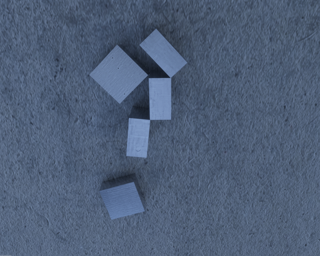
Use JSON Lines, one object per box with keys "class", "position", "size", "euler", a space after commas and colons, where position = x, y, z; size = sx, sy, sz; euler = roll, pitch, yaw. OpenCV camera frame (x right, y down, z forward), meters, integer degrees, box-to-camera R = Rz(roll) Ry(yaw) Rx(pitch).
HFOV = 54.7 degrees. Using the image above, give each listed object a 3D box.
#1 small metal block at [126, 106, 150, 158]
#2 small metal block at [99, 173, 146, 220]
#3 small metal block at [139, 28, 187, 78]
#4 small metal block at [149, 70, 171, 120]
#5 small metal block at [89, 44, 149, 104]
{"class": "small metal block", "position": [-0.027, 0.004, 0.397], "size": [0.025, 0.050, 0.050], "euler": [5, 110, -2]}
{"class": "small metal block", "position": [-0.053, 0.098, 0.445], "size": [0.050, 0.025, 0.050], "euler": [-16, 110, 5]}
{"class": "small metal block", "position": [0.004, -0.090, 0.363], "size": [0.025, 0.050, 0.050], "euler": [-42, 105, 13]}
{"class": "small metal block", "position": [0.000, -0.042, 0.381], "size": [0.025, 0.050, 0.050], "euler": [-1, 111, 0]}
{"class": "small metal block", "position": [-0.049, -0.067, 0.382], "size": [0.050, 0.025, 0.050], "euler": [44, 104, -8]}
